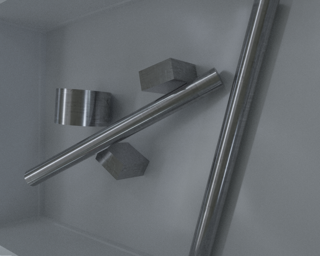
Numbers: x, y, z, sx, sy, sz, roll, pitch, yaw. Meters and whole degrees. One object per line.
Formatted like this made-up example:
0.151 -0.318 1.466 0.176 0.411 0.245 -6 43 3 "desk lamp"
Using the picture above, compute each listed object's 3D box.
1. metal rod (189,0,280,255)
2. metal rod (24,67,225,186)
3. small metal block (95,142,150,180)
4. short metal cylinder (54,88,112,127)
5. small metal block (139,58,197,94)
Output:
0.078 0.012 0.341 0.025 0.025 0.298 20 103 38 "metal rod"
-0.059 0.007 0.399 0.300 0.025 0.025 -27 72 19 "metal rod"
-0.052 0.045 0.431 0.050 0.050 0.025 37 113 33 "small metal block"
-0.114 -0.031 0.463 0.080 0.081 0.050 7 95 39 "short metal cylinder"
0.011 -0.062 0.380 0.050 0.050 0.025 -15 81 39 "small metal block"
